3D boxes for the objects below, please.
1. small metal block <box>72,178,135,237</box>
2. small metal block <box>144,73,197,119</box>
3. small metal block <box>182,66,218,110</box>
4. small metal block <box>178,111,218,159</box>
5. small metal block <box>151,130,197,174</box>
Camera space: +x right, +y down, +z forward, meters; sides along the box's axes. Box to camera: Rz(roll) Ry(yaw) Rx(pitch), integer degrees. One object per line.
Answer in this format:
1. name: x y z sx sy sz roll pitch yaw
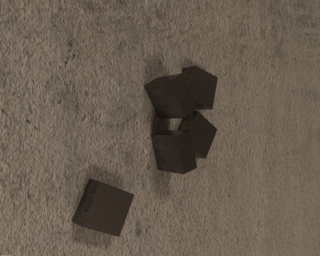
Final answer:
1. small metal block: -0.064 0.091 0.353 0.050 0.025 0.050 31 70 -36
2. small metal block: 0.013 -0.040 0.401 0.025 0.050 0.050 -39 114 -34
3. small metal block: 0.055 -0.057 0.453 0.050 0.025 0.050 17 79 -39
4. small metal block: 0.052 0.010 0.450 0.050 0.025 0.050 39 66 -34
5. small metal block: 0.018 0.030 0.406 0.025 0.050 0.050 -18 102 -39
